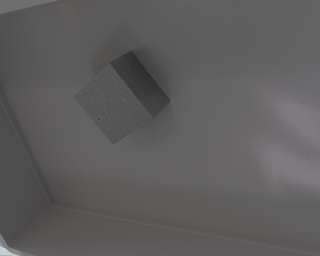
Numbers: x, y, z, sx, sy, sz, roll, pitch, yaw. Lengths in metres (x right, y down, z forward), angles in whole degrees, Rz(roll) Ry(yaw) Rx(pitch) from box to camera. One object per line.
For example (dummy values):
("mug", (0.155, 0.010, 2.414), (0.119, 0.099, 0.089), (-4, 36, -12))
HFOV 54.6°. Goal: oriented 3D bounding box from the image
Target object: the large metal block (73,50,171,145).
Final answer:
("large metal block", (-0.048, -0.037, 0.396), (0.080, 0.050, 0.080), (-31, 101, 38))
